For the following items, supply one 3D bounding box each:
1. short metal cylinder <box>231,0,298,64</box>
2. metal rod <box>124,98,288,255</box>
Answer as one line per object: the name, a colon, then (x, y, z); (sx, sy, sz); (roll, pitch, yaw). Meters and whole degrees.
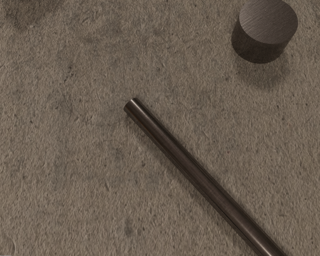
short metal cylinder: (0.149, -0.141, 0.448); (0.081, 0.050, 0.080); (0, 70, 0)
metal rod: (0.060, 0.074, 0.381); (0.025, 0.025, 0.300); (-40, 75, -13)
